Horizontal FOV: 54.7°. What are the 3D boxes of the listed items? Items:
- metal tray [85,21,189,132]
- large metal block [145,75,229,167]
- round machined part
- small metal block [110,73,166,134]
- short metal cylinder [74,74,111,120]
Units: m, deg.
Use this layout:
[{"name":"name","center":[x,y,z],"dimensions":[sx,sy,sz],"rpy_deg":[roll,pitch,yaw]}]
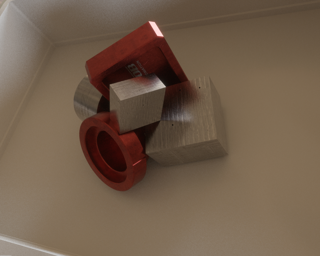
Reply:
[{"name":"metal tray","center":[-0.015,-0.053,0.375],"dimensions":[0.090,0.130,0.030],"rpy_deg":[-31,53,8]},{"name":"large metal block","center":[0.030,-0.006,0.365],"dimensions":[0.080,0.050,0.080],"rpy_deg":[-13,61,20]},{"name":"round machined part","center":[-0.051,0.025,0.379],"dimensions":[0.098,0.097,0.042],"rpy_deg":[22,38,36]},{"name":"small metal block","center":[-0.025,-0.026,0.328],"dimensions":[0.050,0.050,0.025],"rpy_deg":[-20,55,-24]},{"name":"short metal cylinder","center":[-0.069,-0.035,0.424],"dimensions":[0.050,0.080,0.080],"rpy_deg":[25,75,36]}]
